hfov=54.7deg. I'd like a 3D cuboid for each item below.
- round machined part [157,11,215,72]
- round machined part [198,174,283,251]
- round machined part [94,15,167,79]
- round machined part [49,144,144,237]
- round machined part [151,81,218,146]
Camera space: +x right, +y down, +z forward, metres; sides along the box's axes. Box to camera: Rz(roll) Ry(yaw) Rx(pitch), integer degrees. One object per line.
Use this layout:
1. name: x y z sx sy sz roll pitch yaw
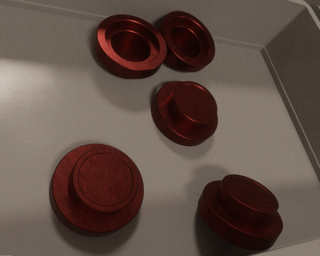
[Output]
1. round machined part: 0.036 -0.131 0.490 0.099 0.042 0.098 13 63 -28
2. round machined part: 0.098 0.091 0.365 0.099 0.042 0.098 17 23 -7
3. round machined part: -0.043 -0.108 0.435 0.099 0.042 0.098 10 59 -18
4. round machined part: -0.062 0.060 0.326 0.099 0.042 0.098 14 56 -21
5. round machined part: 0.041 -0.027 0.435 0.099 0.042 0.098 14 56 -21
